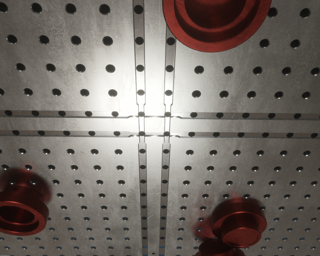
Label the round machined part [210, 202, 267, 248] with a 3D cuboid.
[{"bbox_3d":[0.143,0.180,0.556,0.099,0.042,0.097,-1,130,0],"label":"round machined part"}]

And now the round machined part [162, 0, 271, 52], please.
[{"bbox_3d":[0.051,-0.126,0.294,0.099,0.042,0.097,-1,130,0],"label":"round machined part"}]

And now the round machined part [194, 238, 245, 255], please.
[{"bbox_3d":[0.110,0.243,0.585,0.098,0.098,0.042,-10,92,7],"label":"round machined part"}]

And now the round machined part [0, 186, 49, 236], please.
[{"bbox_3d":[-0.233,0.133,0.511,0.099,0.042,0.097,-1,130,0],"label":"round machined part"}]
